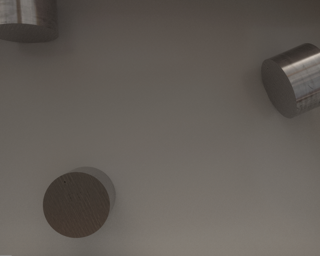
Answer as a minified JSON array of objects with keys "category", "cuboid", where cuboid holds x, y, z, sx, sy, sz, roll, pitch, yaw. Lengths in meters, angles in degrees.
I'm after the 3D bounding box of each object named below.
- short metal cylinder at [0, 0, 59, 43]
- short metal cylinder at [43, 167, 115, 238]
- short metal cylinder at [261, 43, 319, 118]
[{"category":"short metal cylinder","cuboid":[-0.168,-0.141,0.382,0.081,0.080,0.050,-3,90,-1]},{"category":"short metal cylinder","cuboid":[-0.101,0.093,0.398,0.081,0.050,0.079,0,90,-1]},{"category":"short metal cylinder","cuboid":[0.170,-0.058,0.386,0.050,0.080,0.080,-23,90,0]}]
